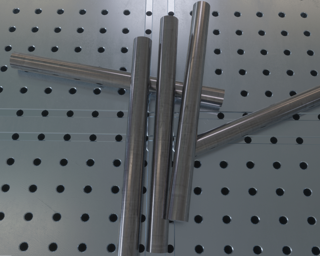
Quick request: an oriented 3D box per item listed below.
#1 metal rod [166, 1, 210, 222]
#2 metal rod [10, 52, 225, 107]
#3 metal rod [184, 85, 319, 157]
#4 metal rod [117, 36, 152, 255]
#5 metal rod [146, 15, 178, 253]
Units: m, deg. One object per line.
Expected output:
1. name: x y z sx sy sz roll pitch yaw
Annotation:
1. metal rod: 0.040 -0.036 0.397 0.025 0.025 0.299 7 70 3
2. metal rod: -0.061 -0.069 0.436 0.301 0.025 0.025 11 70 4
3. metal rod: 0.166 -0.024 0.421 0.302 0.025 0.025 -22 72 -8
4. metal rod: -0.031 0.027 0.385 0.025 0.025 0.299 3 76 1
5. metal rod: 0.005 -0.002 0.393 0.025 0.025 0.299 3 77 1
